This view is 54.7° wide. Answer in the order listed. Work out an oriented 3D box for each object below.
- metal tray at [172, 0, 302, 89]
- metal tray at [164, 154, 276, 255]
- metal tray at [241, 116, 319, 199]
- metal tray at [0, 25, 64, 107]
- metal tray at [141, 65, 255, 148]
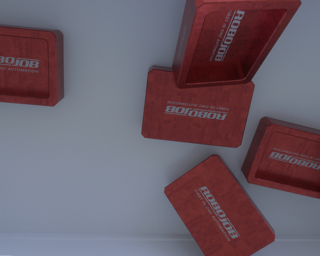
[{"bbox_3d":[0.066,-0.088,0.311,0.091,0.129,0.030,-6,67,-8],"label":"metal tray"},{"bbox_3d":[0.078,0.112,0.417,0.090,0.030,0.130,-37,76,10],"label":"metal tray"},{"bbox_3d":[0.190,0.044,0.427,0.131,0.030,0.089,13,110,-6],"label":"metal tray"},{"bbox_3d":[-0.187,-0.078,0.377,0.131,0.030,0.089,5,110,-3],"label":"metal tray"},{"bbox_3d":[0.046,-0.027,0.399,0.131,0.030,0.089,6,110,-3],"label":"metal tray"}]
